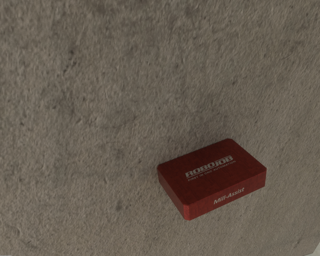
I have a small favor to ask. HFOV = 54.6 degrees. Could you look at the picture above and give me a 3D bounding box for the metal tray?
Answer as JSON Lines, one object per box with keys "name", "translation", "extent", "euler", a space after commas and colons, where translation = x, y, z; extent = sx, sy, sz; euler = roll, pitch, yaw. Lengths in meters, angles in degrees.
{"name": "metal tray", "translation": [0.073, 0.068, 0.445], "extent": [0.131, 0.090, 0.030], "euler": [-19, 126, -17]}
